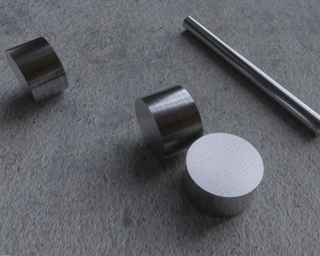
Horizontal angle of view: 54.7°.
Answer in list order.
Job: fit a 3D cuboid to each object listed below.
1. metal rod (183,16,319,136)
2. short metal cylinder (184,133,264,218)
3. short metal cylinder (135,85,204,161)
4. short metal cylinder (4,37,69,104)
[{"bbox_3d":[0.132,-0.095,0.484,0.025,0.025,0.300,-26,55,-20],"label":"metal rod"},{"bbox_3d":[0.068,0.052,0.344,0.081,0.050,0.080,0,50,0],"label":"short metal cylinder"},{"bbox_3d":[0.009,-0.006,0.373,0.050,0.080,0.080,-21,53,-17],"label":"short metal cylinder"},{"bbox_3d":[-0.172,-0.080,0.434,0.050,0.080,0.080,-32,57,-24],"label":"short metal cylinder"}]
